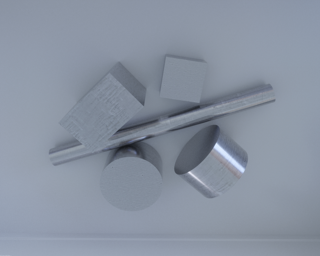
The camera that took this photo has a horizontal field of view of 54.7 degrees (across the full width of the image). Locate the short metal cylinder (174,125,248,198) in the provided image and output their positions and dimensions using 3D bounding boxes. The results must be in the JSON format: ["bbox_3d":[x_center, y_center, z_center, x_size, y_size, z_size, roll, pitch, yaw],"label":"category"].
[{"bbox_3d":[0.064,0.042,0.397,0.050,0.080,0.080,41,105,-14],"label":"short metal cylinder"}]

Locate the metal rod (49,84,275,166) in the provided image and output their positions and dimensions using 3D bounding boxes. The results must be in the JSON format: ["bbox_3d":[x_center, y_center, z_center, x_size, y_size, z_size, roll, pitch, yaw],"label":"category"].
[{"bbox_3d":[-0.001,-0.002,0.409,0.301,0.025,0.025,-16,110,5],"label":"metal rod"}]

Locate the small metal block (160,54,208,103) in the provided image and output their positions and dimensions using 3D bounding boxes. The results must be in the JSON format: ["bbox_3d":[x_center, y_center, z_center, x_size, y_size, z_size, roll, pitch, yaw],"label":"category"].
[{"bbox_3d":[0.028,-0.062,0.387,0.050,0.025,0.050,8,110,-4],"label":"small metal block"}]

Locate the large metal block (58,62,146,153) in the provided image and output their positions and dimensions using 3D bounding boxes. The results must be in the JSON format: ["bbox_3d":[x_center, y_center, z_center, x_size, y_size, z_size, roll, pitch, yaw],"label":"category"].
[{"bbox_3d":[-0.064,-0.028,0.370,0.080,0.080,0.050,-41,105,13],"label":"large metal block"}]

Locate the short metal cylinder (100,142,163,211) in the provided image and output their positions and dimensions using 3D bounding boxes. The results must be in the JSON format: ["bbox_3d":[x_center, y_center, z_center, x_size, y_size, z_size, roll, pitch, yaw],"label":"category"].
[{"bbox_3d":[-0.037,0.064,0.419,0.081,0.050,0.079,0,110,-1],"label":"short metal cylinder"}]
